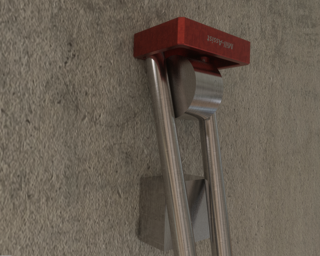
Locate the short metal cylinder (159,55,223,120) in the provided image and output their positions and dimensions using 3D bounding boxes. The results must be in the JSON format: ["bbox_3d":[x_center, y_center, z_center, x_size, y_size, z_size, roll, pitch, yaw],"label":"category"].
[{"bbox_3d":[0.034,-0.050,0.402,0.050,0.080,0.079,3,89,-41],"label":"short metal cylinder"}]

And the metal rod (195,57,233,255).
[{"bbox_3d":[0.069,0.046,0.405,0.025,0.025,0.299,11,68,-40],"label":"metal rod"}]

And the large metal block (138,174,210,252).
[{"bbox_3d":[0.020,0.106,0.407,0.081,0.050,0.079,2,89,-40],"label":"large metal block"}]

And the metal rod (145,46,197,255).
[{"bbox_3d":[0.014,0.043,0.360,0.025,0.025,0.299,3,73,-40],"label":"metal rod"}]

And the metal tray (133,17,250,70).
[{"bbox_3d":[0.043,-0.102,0.401,0.131,0.090,0.030,3,89,-40],"label":"metal tray"}]
